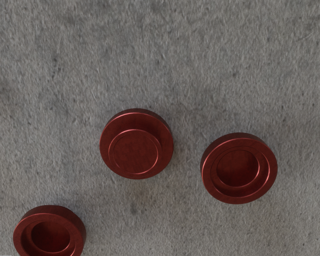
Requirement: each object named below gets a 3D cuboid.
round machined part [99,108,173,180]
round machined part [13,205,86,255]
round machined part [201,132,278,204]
[{"bbox_3d":[-0.031,0.026,0.410,0.099,0.042,0.097,0,110,-1],"label":"round machined part"},{"bbox_3d":[-0.158,0.154,0.455,0.099,0.042,0.097,0,110,-1],"label":"round machined part"},{"bbox_3d":[0.104,0.051,0.421,0.099,0.042,0.097,0,110,-1],"label":"round machined part"}]
